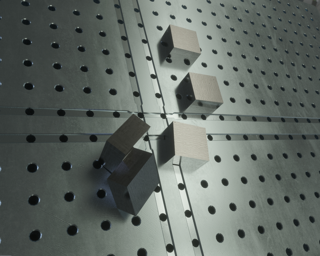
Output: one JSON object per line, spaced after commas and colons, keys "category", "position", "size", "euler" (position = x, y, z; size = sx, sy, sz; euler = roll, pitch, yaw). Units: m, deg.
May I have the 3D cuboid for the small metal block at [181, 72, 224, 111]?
{"category": "small metal block", "position": [0.065, -0.056, 0.479], "size": [0.050, 0.025, 0.050], "euler": [4, 60, -27]}

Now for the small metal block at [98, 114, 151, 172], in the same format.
{"category": "small metal block", "position": [-0.042, 0.019, 0.358], "size": [0.025, 0.050, 0.050], "euler": [37, 51, 4]}

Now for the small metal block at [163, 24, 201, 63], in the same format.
{"category": "small metal block", "position": [0.036, -0.140, 0.515], "size": [0.050, 0.025, 0.050], "euler": [7, 59, -25]}

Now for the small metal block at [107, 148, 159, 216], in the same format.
{"category": "small metal block", "position": [-0.028, 0.059, 0.340], "size": [0.025, 0.050, 0.050], "euler": [15, 45, 27]}

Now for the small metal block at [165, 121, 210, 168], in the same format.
{"category": "small metal block", "position": [0.036, 0.023, 0.415], "size": [0.050, 0.025, 0.050], "euler": [12, 57, -22]}
